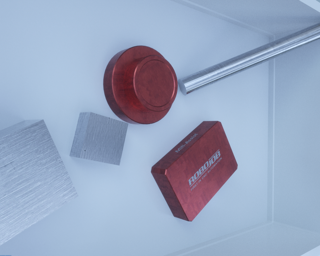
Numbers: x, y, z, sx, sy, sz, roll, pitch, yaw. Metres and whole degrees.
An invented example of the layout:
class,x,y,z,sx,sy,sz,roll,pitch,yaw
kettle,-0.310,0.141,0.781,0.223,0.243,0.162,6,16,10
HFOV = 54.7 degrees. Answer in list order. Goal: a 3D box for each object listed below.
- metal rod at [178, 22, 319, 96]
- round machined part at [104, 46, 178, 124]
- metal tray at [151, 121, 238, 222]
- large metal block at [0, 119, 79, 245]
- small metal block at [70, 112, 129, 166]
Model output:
class,x,y,z,sx,sy,sz,roll,pitch,yaw
metal rod,0.166,-0.116,0.472,0.302,0.025,0.025,-24,107,-13
round machined part,-0.016,-0.053,0.384,0.099,0.042,0.097,0,90,-40
metal tray,0.056,0.059,0.453,0.131,0.030,0.090,-39,114,-33
large metal block,-0.134,0.045,0.279,0.081,0.050,0.080,-31,110,-36
small metal block,-0.068,0.013,0.351,0.050,0.025,0.050,18,79,-39
